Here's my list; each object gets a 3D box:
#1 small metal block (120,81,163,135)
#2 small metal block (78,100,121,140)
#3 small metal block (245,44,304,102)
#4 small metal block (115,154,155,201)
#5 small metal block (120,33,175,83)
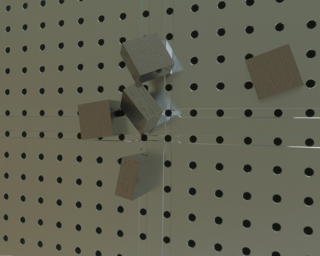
[{"bbox_3d":[-0.026,-0.025,0.405,0.025,0.050,0.050,-33,77,-22],"label":"small metal block"},{"bbox_3d":[-0.086,-0.011,0.442,0.050,0.025,0.050,-8,88,19],"label":"small metal block"},{"bbox_3d":[0.134,-0.064,0.365,0.050,0.025,0.050,-19,84,18],"label":"small metal block"},{"bbox_3d":[-0.032,0.063,0.410,0.025,0.050,0.050,13,95,19],"label":"small metal block"},{"bbox_3d":[-0.017,-0.090,0.403,0.050,0.025,0.050,-23,78,-22],"label":"small metal block"}]
